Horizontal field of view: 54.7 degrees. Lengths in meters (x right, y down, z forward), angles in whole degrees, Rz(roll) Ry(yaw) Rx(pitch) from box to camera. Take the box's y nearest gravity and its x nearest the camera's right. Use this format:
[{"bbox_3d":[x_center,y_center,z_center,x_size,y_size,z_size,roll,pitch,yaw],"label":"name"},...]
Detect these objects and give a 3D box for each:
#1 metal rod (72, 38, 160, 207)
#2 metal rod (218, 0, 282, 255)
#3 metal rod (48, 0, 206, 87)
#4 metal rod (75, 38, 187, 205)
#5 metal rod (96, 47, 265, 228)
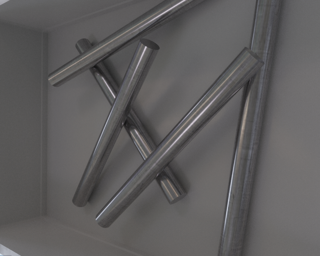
[{"bbox_3d":[-0.073,0.012,0.439,0.025,0.025,0.298,49,128,28],"label":"metal rod"},{"bbox_3d":[0.093,0.009,0.329,0.025,0.025,0.298,12,98,39],"label":"metal rod"},{"bbox_3d":[-0.051,-0.124,0.427,0.300,0.025,0.025,-21,77,31],"label":"metal rod"},{"bbox_3d":[-0.052,-0.025,0.450,0.025,0.025,0.299,-48,62,29],"label":"metal rod"},{"bbox_3d":[0.006,0.030,0.368,0.298,0.025,0.025,-50,61,28],"label":"metal rod"}]
